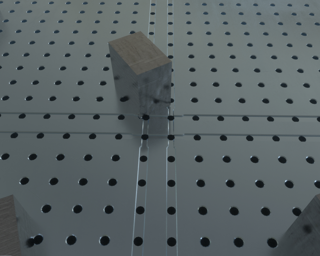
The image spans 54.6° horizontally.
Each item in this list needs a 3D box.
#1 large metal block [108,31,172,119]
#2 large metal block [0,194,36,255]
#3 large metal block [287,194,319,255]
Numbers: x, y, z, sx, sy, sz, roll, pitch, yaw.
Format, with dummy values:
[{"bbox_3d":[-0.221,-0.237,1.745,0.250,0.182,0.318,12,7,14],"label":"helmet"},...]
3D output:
[{"bbox_3d":[-0.027,-0.074,0.435,0.050,0.080,0.080,-26,55,-20],"label":"large metal block"},{"bbox_3d":[-0.165,0.121,0.289,0.081,0.050,0.080,-18,52,-15],"label":"large metal block"},{"bbox_3d":[0.183,0.092,0.296,0.081,0.080,0.050,-15,52,-12],"label":"large metal block"}]
